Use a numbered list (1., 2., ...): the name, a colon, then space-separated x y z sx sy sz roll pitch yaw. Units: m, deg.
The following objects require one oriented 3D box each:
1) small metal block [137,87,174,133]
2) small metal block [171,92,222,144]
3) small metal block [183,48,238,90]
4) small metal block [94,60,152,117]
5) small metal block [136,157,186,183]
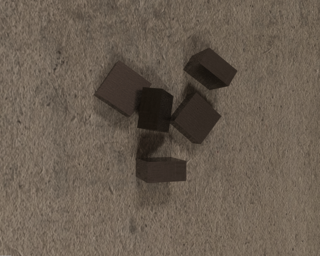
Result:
1. small metal block: -0.005 -0.021 0.392 0.025 0.050 0.050 7 87 18
2. small metal block: 0.048 -0.013 0.428 0.050 0.025 0.050 41 77 -16
3. small metal block: 0.068 -0.079 0.422 0.050 0.050 0.025 34 79 -17
4. small metal block: -0.047 -0.049 0.392 0.050 0.025 0.050 35 79 -17
5. small metal block: 0.000 0.053 0.397 0.050 0.050 0.025 1 90 -20
